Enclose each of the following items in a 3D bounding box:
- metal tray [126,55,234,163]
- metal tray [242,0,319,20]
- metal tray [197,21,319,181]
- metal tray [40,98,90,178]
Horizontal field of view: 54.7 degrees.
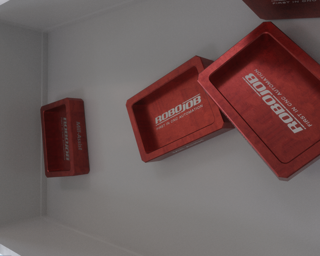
[{"bbox_3d":[0.020,-0.019,0.386,0.130,0.030,0.090,-28,73,36],"label":"metal tray"},{"bbox_3d":[0.132,-0.122,0.253,0.130,0.091,0.030,13,92,39],"label":"metal tray"},{"bbox_3d":[0.109,-0.027,0.292,0.090,0.030,0.130,-39,64,8],"label":"metal tray"},{"bbox_3d":[-0.168,0.019,0.542,0.090,0.030,0.129,-10,83,39],"label":"metal tray"}]
